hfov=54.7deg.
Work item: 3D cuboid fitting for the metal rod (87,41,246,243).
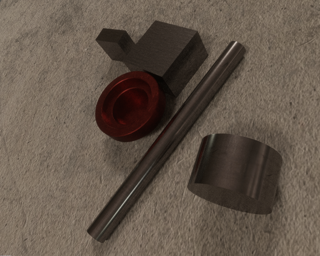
[{"bbox_3d":[0.014,0.010,0.389,0.025,0.025,0.300,30,78,37],"label":"metal rod"}]

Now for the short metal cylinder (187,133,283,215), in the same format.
[{"bbox_3d":[0.072,0.046,0.302,0.080,0.080,0.050,7,66,31],"label":"short metal cylinder"}]

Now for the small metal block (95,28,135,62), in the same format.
[{"bbox_3d":[-0.068,-0.133,0.503,0.050,0.050,0.025,18,71,34],"label":"small metal block"}]

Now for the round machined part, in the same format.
[{"bbox_3d":[-0.036,-0.025,0.423,0.098,0.042,0.098,-12,60,23],"label":"round machined part"}]

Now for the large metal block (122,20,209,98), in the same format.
[{"bbox_3d":[0.008,-0.100,0.444,0.080,0.050,0.080,29,77,37],"label":"large metal block"}]
